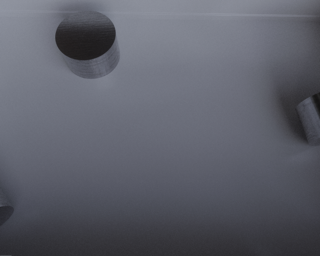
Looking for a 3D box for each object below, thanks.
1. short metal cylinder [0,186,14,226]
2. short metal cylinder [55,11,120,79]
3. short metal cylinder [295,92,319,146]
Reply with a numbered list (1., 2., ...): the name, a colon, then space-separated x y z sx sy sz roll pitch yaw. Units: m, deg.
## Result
1. short metal cylinder: -0.215 0.092 0.344 0.080 0.080 0.050 -36 74 -12
2. short metal cylinder: -0.100 -0.117 0.438 0.081 0.050 0.080 0 70 0
3. short metal cylinder: 0.220 -0.015 0.389 0.081 0.080 0.050 -12 71 -5
